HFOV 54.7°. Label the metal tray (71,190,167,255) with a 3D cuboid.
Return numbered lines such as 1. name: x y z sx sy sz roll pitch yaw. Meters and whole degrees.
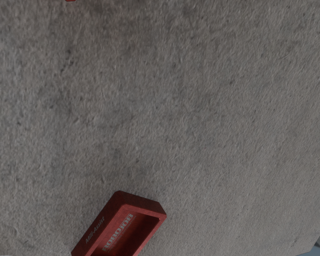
1. metal tray: -0.062 0.162 0.471 0.090 0.030 0.130 28 103 -38
